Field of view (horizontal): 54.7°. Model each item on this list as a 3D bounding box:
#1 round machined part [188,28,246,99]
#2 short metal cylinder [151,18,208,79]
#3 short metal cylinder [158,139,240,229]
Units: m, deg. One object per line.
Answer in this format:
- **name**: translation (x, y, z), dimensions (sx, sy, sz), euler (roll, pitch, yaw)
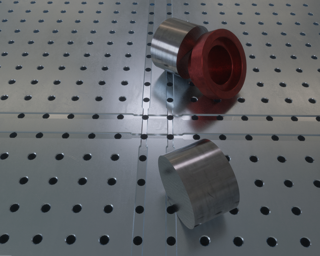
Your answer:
- **round machined part**: translation (0.079, -0.090, 0.449), dimensions (0.042, 0.098, 0.098), euler (2, 39, 50)
- **short metal cylinder**: translation (0.032, -0.121, 0.469), dimensions (0.050, 0.080, 0.080), euler (30, 56, 32)
- **short metal cylinder**: translation (0.038, 0.057, 0.324), dimensions (0.050, 0.080, 0.080), euler (-20, 53, -16)
